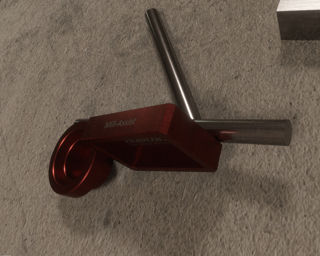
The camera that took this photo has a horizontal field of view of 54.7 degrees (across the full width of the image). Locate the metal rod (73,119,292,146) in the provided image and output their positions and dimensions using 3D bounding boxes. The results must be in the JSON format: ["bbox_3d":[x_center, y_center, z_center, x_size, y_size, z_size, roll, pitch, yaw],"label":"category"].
[{"bbox_3d":[-0.001,0.001,0.376,0.300,0.025,0.025,1,62,37],"label":"metal rod"}]

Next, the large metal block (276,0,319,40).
[{"bbox_3d":[0.197,-0.155,0.380,0.080,0.050,0.080,11,67,32],"label":"large metal block"}]

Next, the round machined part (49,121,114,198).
[{"bbox_3d":[-0.099,0.043,0.406,0.098,0.042,0.098,-21,56,34],"label":"round machined part"}]

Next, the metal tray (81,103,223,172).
[{"bbox_3d":[-0.012,0.016,0.336,0.130,0.090,0.030,-6,57,43],"label":"metal tray"}]

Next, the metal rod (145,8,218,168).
[{"bbox_3d":[0.020,-0.077,0.439,0.025,0.025,0.299,-25,53,12],"label":"metal rod"}]
